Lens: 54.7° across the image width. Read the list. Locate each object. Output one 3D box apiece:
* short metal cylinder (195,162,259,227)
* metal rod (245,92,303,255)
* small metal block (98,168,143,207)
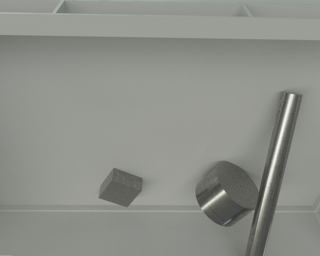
[{"bbox_3d":[0.100,0.097,0.457,0.080,0.080,0.050,25,125,-21],"label":"short metal cylinder"},{"bbox_3d":[0.142,0.101,0.413,0.025,0.025,0.298,6,104,-6],"label":"metal rod"},{"bbox_3d":[-0.062,0.095,0.489,0.050,0.025,0.050,24,126,-20],"label":"small metal block"}]
